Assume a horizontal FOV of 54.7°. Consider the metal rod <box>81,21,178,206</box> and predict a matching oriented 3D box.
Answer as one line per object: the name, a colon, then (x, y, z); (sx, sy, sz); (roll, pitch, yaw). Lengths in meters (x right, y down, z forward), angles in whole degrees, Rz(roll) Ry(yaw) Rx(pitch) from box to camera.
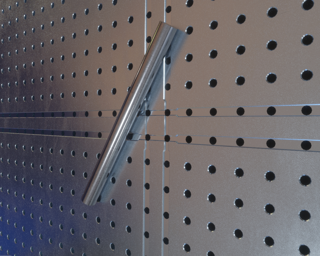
metal rod: (-0.052, -0.008, 0.449); (0.025, 0.025, 0.298); (40, 114, 32)
